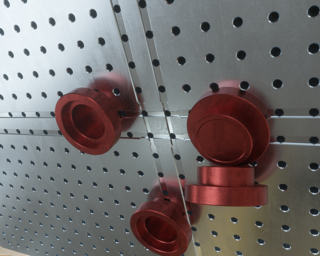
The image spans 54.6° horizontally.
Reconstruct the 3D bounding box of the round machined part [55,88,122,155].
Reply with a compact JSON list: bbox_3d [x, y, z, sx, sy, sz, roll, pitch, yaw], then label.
[{"bbox_3d":[-0.097,-0.013,0.444,0.098,0.042,0.097,13,124,21],"label":"round machined part"}]

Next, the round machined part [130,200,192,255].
[{"bbox_3d":[0.005,0.154,0.493,0.098,0.042,0.097,13,124,21],"label":"round machined part"}]

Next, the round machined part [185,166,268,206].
[{"bbox_3d":[0.079,0.068,0.377,0.098,0.098,0.042,-3,82,30],"label":"round machined part"}]

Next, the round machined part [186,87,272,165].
[{"bbox_3d":[0.077,0.005,0.363,0.098,0.042,0.097,13,124,21],"label":"round machined part"}]
